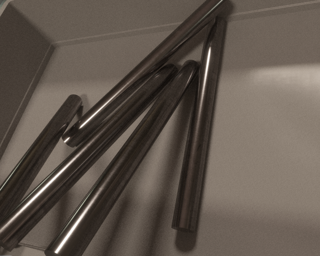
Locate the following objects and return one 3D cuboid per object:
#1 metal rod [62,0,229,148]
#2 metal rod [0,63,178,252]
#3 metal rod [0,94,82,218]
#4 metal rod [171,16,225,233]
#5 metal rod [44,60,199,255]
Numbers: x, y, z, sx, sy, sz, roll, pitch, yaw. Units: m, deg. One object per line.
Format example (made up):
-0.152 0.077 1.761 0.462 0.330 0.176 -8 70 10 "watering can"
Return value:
-0.026 -0.078 0.442 0.300 0.025 0.025 -41 51 8 "metal rod"
-0.060 0.006 0.355 0.025 0.025 0.301 10 42 32 "metal rod"
-0.149 0.033 0.377 0.025 0.025 0.300 -21 27 16 "metal rod"
0.053 -0.024 0.391 0.025 0.025 0.300 -2 61 27 "metal rod"
-0.015 0.006 0.332 0.025 0.025 0.301 2 38 29 "metal rod"
